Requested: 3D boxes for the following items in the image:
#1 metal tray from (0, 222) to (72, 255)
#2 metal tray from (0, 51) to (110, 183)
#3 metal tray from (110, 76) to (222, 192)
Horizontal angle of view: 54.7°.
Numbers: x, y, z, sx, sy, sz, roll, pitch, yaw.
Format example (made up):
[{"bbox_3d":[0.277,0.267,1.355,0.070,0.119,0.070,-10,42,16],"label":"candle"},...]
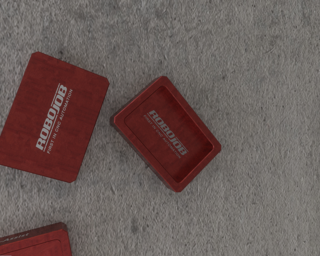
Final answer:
[{"bbox_3d":[-0.164,0.168,0.345,0.131,0.030,0.089,-10,94,-20],"label":"metal tray"},{"bbox_3d":[-0.123,-0.011,0.361,0.091,0.030,0.129,20,83,-19],"label":"metal tray"},{"bbox_3d":[0.010,0.009,0.409,0.090,0.030,0.130,-44,104,-15],"label":"metal tray"}]
